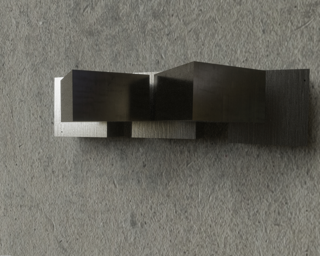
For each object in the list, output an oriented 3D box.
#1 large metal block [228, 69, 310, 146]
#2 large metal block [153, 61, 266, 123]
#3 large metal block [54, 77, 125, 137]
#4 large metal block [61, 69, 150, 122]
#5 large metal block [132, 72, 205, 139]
[{"bbox_3d":[0.123,-0.022,0.354,0.080,0.050,0.079,2,91,19],"label":"large metal block"},{"bbox_3d":[0.047,-0.031,0.313,0.080,0.081,0.050,2,90,64],"label":"large metal block"},{"bbox_3d":[-0.097,-0.028,0.430,0.080,0.050,0.079,0,90,19],"label":"large metal block"},{"bbox_3d":[-0.065,-0.032,0.349,0.081,0.080,0.050,-1,91,-26],"label":"large metal block"},{"bbox_3d":[0.012,-0.028,0.392,0.080,0.050,0.079,1,90,19],"label":"large metal block"}]
